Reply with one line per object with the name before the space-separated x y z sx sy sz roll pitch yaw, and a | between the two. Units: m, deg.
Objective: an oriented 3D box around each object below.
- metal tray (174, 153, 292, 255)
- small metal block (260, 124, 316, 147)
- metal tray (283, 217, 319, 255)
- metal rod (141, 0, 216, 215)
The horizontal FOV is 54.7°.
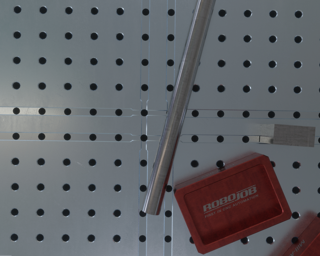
metal tray | 0.094 0.098 0.411 0.131 0.030 0.090 -22 90 0
small metal block | 0.164 0.009 0.402 0.050 0.050 0.025 4 90 0
metal tray | 0.211 0.197 0.412 0.090 0.030 0.130 41 90 0
metal rod | 0.025 -0.033 0.413 0.025 0.025 0.298 15 90 0
